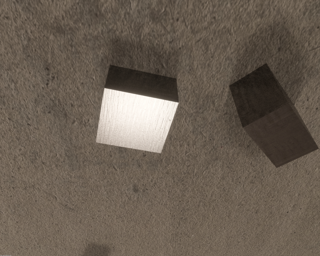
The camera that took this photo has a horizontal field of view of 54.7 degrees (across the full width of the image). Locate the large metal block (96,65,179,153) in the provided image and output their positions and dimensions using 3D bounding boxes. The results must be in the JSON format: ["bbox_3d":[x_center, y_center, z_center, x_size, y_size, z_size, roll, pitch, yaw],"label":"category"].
[{"bbox_3d":[-0.029,-0.021,0.372,0.081,0.050,0.079,10,129,-9],"label":"large metal block"}]

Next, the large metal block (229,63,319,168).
[{"bbox_3d":[0.130,-0.015,0.361,0.050,0.080,0.080,-32,124,24],"label":"large metal block"}]
